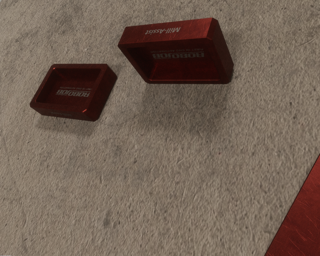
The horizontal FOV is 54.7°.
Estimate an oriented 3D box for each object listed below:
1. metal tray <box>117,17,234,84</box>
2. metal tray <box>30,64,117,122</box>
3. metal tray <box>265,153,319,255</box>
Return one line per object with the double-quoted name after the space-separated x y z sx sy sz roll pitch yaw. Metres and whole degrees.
0.022 -0.096 0.408 0.130 0.090 0.030 5 64 30 "metal tray"
-0.144 -0.062 0.511 0.130 0.030 0.090 7 65 30 "metal tray"
0.158 0.090 0.263 0.090 0.030 0.130 26 75 36 "metal tray"
